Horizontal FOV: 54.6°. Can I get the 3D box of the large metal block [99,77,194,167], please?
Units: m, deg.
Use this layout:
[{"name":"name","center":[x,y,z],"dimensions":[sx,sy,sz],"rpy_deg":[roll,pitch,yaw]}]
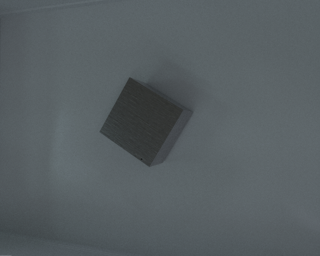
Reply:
[{"name":"large metal block","center":[-0.017,-0.008,0.400],"dimensions":[0.080,0.050,0.080],"rpy_deg":[33,100,16]}]
